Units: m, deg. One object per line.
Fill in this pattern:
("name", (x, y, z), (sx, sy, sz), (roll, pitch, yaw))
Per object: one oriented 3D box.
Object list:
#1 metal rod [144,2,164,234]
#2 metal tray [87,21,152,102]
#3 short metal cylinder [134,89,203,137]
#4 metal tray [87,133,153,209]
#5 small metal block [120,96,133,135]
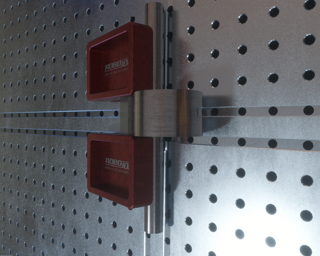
("metal rod", (-0.008, -0.013, 0.410), (0.025, 0.025, 0.298), (0, 90, 40))
("metal tray", (-0.061, -0.086, 0.434), (0.130, 0.030, 0.089), (0, 90, 52))
("short metal cylinder", (0.010, -0.016, 0.361), (0.080, 0.081, 0.050), (0, 90, 40))
("metal tray", (-0.060, 0.053, 0.433), (0.130, 0.030, 0.089), (1, 91, 52))
("small metal block", (-0.037, -0.016, 0.421), (0.050, 0.025, 0.050), (-177, 88, -71))
